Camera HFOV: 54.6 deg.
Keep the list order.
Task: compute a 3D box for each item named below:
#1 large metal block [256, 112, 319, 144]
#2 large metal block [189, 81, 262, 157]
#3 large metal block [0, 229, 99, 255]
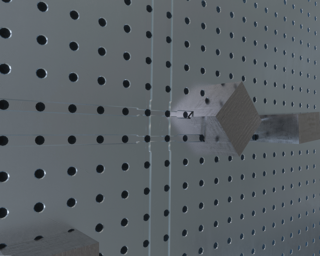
[{"bbox_3d":[0.234,-0.002,0.568,0.081,0.080,0.050,-6,94,-40],"label":"large metal block"},{"bbox_3d":[0.103,-0.014,0.478,0.080,0.050,0.080,-50,119,-28],"label":"large metal block"},{"bbox_3d":[-0.108,0.154,0.302,0.081,0.050,0.080,-1,91,-40],"label":"large metal block"}]
